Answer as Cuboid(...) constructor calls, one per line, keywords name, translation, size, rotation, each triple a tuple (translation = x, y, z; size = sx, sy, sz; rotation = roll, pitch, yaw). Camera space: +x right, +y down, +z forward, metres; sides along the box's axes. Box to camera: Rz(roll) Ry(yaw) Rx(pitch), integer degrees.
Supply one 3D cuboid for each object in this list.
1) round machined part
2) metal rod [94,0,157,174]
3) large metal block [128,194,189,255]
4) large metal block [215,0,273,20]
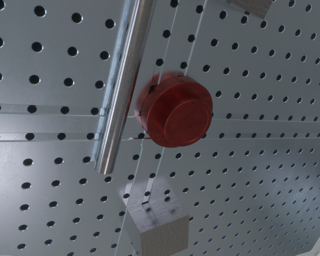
Cuboid(name="round machined part", translation=(0.028, -0.015, 0.407), size=(0.099, 0.042, 0.097), rotation=(-14, 124, -21))
Cuboid(name="metal rod", translation=(-0.033, -0.078, 0.345), size=(0.025, 0.025, 0.298), rotation=(3, 117, -30))
Cuboid(name="large metal block", translation=(-0.002, 0.163, 0.495), size=(0.081, 0.050, 0.079), rotation=(-15, 125, -20))
Cuboid(name="large metal block", translation=(0.089, -0.175, 0.335), size=(0.081, 0.050, 0.079), rotation=(11, 113, -33))
